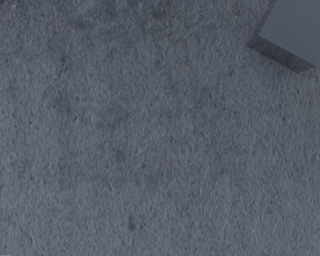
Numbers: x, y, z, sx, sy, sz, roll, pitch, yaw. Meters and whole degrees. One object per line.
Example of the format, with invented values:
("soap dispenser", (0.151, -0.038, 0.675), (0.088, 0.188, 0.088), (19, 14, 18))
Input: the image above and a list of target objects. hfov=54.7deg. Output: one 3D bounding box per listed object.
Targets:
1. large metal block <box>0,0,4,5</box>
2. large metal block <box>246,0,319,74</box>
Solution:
("large metal block", (-0.232, -0.219, 0.394), (0.080, 0.050, 0.080), (26, 90, -1))
("large metal block", (0.173, -0.128, 0.400), (0.080, 0.050, 0.080), (28, 90, -1))
